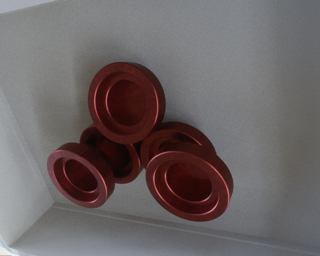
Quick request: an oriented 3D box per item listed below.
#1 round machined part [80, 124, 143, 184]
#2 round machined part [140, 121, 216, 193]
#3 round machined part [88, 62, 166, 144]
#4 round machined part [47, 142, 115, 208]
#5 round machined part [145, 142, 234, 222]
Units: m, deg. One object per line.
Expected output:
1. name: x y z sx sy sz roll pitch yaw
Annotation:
1. round machined part: -0.063 0.029 0.447 0.098 0.042 0.097 13 124 21
2. round machined part: 0.027 0.034 0.403 0.098 0.042 0.097 13 124 21
3. round machined part: -0.037 -0.032 0.383 0.098 0.042 0.097 6 103 26
4. round machined part: -0.105 0.061 0.435 0.098 0.042 0.097 13 124 21
5. round machined part: 0.036 0.057 0.358 0.098 0.042 0.097 13 124 21
